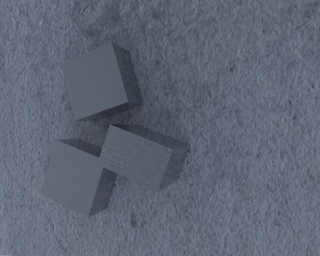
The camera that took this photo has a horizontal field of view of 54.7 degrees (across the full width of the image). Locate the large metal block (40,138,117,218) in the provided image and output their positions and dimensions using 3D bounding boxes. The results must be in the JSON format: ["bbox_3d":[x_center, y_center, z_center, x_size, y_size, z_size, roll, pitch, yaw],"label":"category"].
[{"bbox_3d":[-0.109,0.066,0.433,0.080,0.050,0.080,20,96,18],"label":"large metal block"}]

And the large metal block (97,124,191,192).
[{"bbox_3d":[-0.016,0.032,0.385,0.080,0.080,0.050,21,97,18],"label":"large metal block"}]

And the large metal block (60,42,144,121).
[{"bbox_3d":[-0.078,-0.059,0.422,0.080,0.050,0.080,-18,84,18],"label":"large metal block"}]
